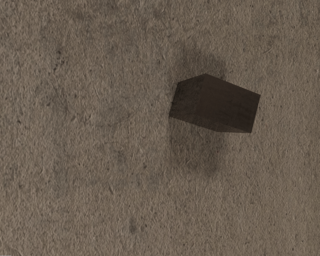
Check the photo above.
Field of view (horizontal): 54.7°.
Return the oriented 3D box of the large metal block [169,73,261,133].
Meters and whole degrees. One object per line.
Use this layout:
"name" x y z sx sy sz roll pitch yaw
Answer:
"large metal block" 0.069 -0.029 0.406 0.081 0.080 0.050 17 84 -20
